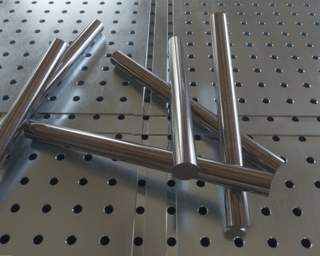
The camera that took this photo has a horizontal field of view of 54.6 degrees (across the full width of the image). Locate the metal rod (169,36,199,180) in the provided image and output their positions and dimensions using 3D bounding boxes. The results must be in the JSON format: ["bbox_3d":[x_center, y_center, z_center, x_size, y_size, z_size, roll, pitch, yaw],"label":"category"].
[{"bbox_3d":[0.025,-0.052,0.413,0.025,0.025,0.300,0,38,0],"label":"metal rod"}]

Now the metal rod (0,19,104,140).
[{"bbox_3d":[-0.164,-0.078,0.472,0.025,0.025,0.301,15,52,12],"label":"metal rod"}]

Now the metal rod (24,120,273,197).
[{"bbox_3d":[-0.029,0.029,0.358,0.301,0.025,0.025,11,51,19],"label":"metal rod"}]

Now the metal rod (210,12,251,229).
[{"bbox_3d":[0.084,-0.030,0.392,0.025,0.025,0.299,1,63,0],"label":"metal rod"}]

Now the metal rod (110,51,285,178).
[{"bbox_3d":[0.035,-0.033,0.435,0.025,0.025,0.300,-37,59,-27],"label":"metal rod"}]

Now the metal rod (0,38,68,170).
[{"bbox_3d":[-0.184,-0.002,0.385,0.025,0.025,0.300,10,58,8],"label":"metal rod"}]
